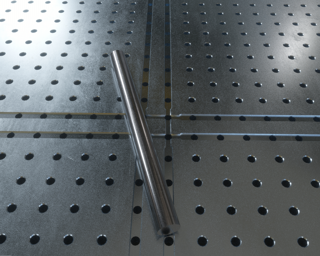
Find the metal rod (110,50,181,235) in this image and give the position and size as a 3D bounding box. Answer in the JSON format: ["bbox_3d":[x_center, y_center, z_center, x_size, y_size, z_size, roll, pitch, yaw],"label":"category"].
[{"bbox_3d":[-0.030,-0.006,0.411,0.025,0.025,0.300,-12,51,-10],"label":"metal rod"}]
